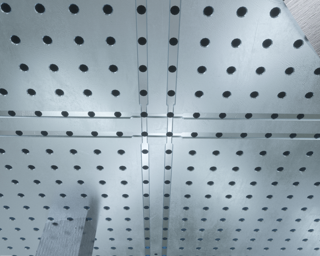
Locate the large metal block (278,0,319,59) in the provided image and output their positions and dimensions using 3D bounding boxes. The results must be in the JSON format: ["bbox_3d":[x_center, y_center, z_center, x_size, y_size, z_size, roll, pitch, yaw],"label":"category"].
[{"bbox_3d":[0.164,-0.124,0.291,0.080,0.050,0.080,-35,122,26],"label":"large metal block"}]

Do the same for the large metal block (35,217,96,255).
[{"bbox_3d":[-0.168,0.213,0.555,0.080,0.080,0.050,-10,129,8],"label":"large metal block"}]
